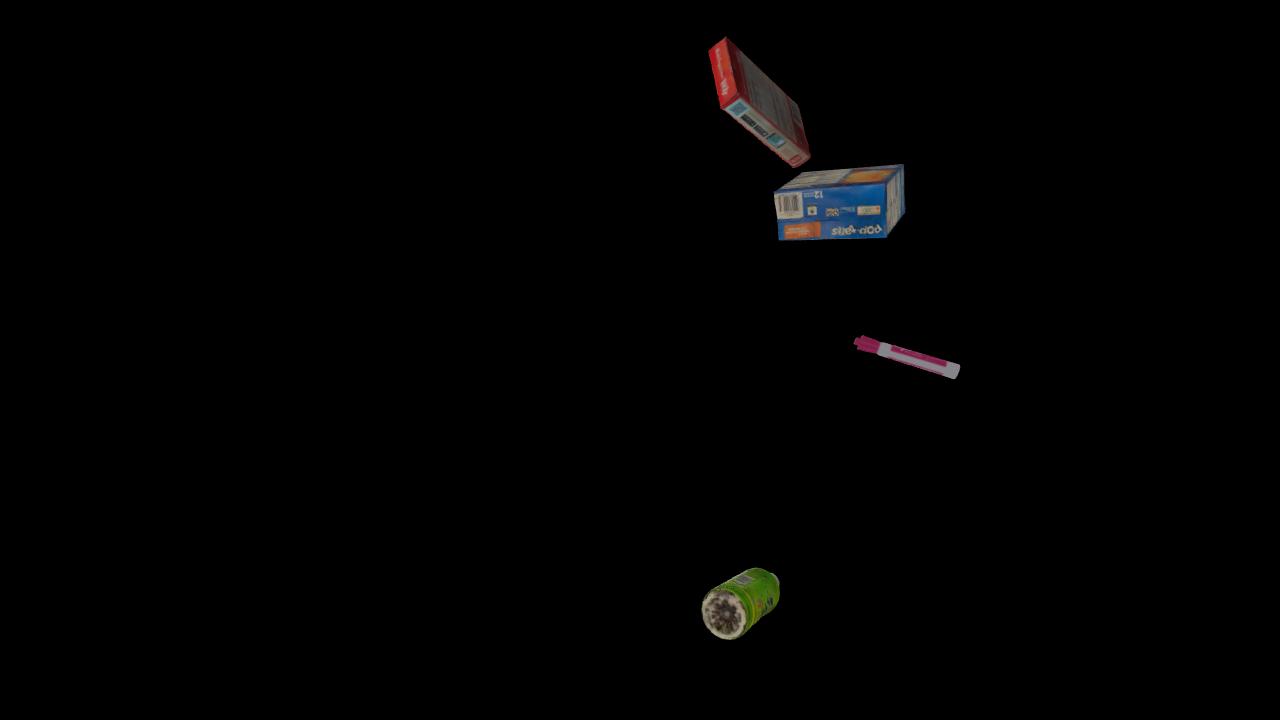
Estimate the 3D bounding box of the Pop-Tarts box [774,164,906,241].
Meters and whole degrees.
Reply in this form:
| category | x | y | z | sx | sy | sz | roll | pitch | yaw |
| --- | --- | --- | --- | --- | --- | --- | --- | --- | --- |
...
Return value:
| category | x | y | z | sx | sy | sz | roll | pitch | yaw |
| --- | --- | --- | --- | --- | --- | --- | --- | --- | --- |
| Pop-Tarts box | 0.318 | -0.248 | 0.973 | 0.167 | 0.083 | 0.141 | 6 | 30 | 32 |

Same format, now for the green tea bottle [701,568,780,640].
| category | x | y | z | sx | sy | sz | roll | pitch | yaw |
| --- | --- | --- | --- | --- | --- | --- | --- | --- | --- |
| green tea bottle | 0.163 | 0.351 | 0.914 | 0.073 | 0.073 | 0.212 | 0 | -4 | 30 |

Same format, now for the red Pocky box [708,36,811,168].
| category | x | y | z | sx | sy | sz | roll | pitch | yaw |
| --- | --- | --- | --- | --- | --- | --- | --- | --- | --- |
| red Pocky box | 0.137 | -0.286 | 0.694 | 0.028 | 0.083 | 0.155 | -23 | -27 | 38 |

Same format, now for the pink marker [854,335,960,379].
| category | x | y | z | sx | sy | sz | roll | pitch | yaw |
| --- | --- | --- | --- | --- | --- | --- | --- | --- | --- |
| pink marker | 0.319 | -0.005 | 0.741 | 0.121 | 0.020 | 0.020 | 19 | 5 | 14 |
